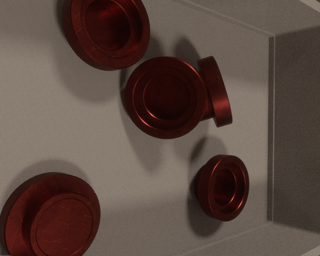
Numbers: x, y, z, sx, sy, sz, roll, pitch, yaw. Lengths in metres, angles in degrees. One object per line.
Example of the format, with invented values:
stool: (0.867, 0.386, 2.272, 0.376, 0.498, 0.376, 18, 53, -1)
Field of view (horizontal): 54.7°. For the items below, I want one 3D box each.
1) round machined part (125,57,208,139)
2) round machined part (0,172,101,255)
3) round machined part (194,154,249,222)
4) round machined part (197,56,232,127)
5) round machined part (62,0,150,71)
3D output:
round machined part: (0.010, -0.038, 0.381, 0.042, 0.098, 0.097, -45, 124, -71)
round machined part: (-0.103, 0.095, 0.311, 0.099, 0.042, 0.097, 0, 90, -40)
round machined part: (0.091, 0.089, 0.475, 0.099, 0.042, 0.097, 0, 90, -40)
round machined part: (0.065, -0.047, 0.430, 0.098, 0.042, 0.097, -17, 91, -83)
round machined part: (-0.062, -0.112, 0.345, 0.099, 0.042, 0.097, 0, 90, -40)
